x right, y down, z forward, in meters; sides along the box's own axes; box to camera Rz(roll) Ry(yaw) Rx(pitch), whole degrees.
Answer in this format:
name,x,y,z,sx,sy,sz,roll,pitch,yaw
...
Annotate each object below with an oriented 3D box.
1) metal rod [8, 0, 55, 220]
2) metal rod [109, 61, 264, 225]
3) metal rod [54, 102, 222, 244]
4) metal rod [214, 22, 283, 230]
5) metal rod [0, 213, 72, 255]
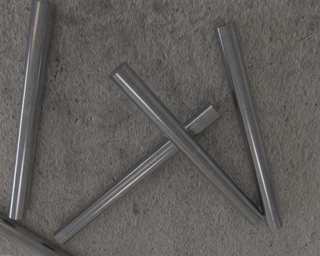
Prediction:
name,x,y,z,sx,sy,sz,roll,pitch,yaw
metal rod,-0.171,-0.009,0.404,0.025,0.025,0.298,14,110,-5
metal rod,0.048,0.035,0.398,0.025,0.025,0.300,-38,115,13
metal rod,-0.039,0.070,0.435,0.300,0.025,0.025,-40,105,13
metal rod,0.123,0.011,0.414,0.025,0.025,0.298,-18,109,6
metal rod,-0.146,0.213,0.486,0.301,0.025,0.025,38,106,-13
